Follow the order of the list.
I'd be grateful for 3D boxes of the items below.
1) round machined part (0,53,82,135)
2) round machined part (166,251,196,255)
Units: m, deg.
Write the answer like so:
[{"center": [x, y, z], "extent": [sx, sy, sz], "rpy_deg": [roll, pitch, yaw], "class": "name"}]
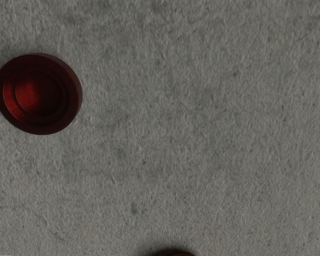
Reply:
[{"center": [-0.145, -0.044, 0.383], "extent": [0.099, 0.042, 0.097], "rpy_deg": [0, 110, -1], "class": "round machined part"}, {"center": [0.033, 0.236, 0.488], "extent": [0.099, 0.042, 0.097], "rpy_deg": [0, 110, -1], "class": "round machined part"}]
